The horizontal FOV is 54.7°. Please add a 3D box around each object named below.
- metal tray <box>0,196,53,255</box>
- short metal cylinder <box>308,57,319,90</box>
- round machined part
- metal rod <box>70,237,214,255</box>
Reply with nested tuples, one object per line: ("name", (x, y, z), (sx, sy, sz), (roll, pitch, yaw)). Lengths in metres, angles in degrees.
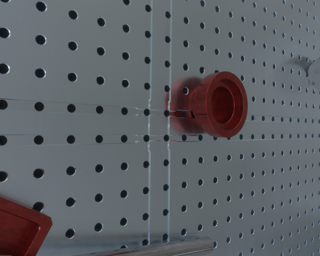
("metal tray", (-0.167, 0.121, 0.266), (0.090, 0.030, 0.130), (38, 67, -33))
("short metal cylinder", (0.383, -0.128, 0.694), (0.050, 0.080, 0.080), (-35, 112, -34))
("round machined part", (0.087, -0.035, 0.471), (0.099, 0.042, 0.097), (0, 90, -40))
("metal rod", (-0.031, 0.152, 0.361), (0.302, 0.025, 0.025), (14, 81, -46))
